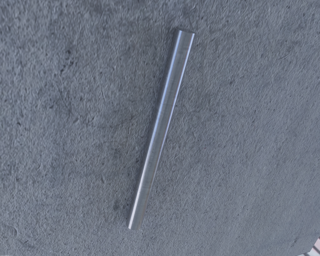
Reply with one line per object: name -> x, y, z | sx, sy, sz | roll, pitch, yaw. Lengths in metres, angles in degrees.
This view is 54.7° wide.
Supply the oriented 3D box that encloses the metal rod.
metal rod -> -0.006, 0.019, 0.418 | 0.025, 0.025, 0.298 | 0, 118, -29
